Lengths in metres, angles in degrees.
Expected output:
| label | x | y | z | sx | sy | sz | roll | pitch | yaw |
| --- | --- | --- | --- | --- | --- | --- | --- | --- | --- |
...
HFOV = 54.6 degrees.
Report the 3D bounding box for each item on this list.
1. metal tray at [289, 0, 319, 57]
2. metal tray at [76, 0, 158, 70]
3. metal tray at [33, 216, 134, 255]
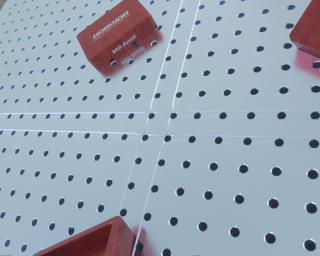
| label | x | y | z | sx | sy | sz | roll | pitch | yaw |
| --- | --- | --- | --- | --- | --- | --- | --- | --- | --- |
| metal tray | 0.223 | -0.110 | 0.335 | 0.130 | 0.030 | 0.090 | 42 | 108 | 39 |
| metal tray | -0.079 | -0.172 | 0.554 | 0.130 | 0.030 | 0.090 | -35 | 51 | 5 |
| metal tray | -0.095 | 0.156 | 0.331 | 0.130 | 0.030 | 0.090 | -27 | 18 | 11 |
